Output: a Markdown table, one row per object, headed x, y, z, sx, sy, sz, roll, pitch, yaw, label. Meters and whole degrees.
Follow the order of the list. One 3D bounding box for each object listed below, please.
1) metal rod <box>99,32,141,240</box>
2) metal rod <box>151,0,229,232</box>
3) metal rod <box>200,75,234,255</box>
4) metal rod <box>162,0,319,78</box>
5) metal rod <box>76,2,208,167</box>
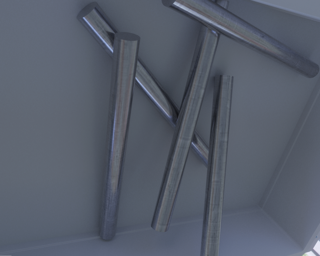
| x | y | z | sx | sy | sz | roll | pitch | yaw | label |
| --- | --- | --- | --- | --- | --- | --- | --- | --- | --- |
| -0.055 | 0.034 | 0.381 | 0.025 | 0.025 | 0.298 | -7 | 127 | -25 | metal rod |
| 0.033 | -0.006 | 0.389 | 0.025 | 0.025 | 0.298 | 5 | 106 | -31 | metal rod |
| 0.075 | 0.079 | 0.420 | 0.025 | 0.025 | 0.298 | 3 | 92 | -30 | metal rod |
| 0.122 | -0.107 | 0.382 | 0.302 | 0.025 | 0.025 | 9 | 114 | -41 | metal rod |
| 0.007 | -0.028 | 0.394 | 0.025 | 0.025 | 0.300 | -42 | 130 | 0 | metal rod |
